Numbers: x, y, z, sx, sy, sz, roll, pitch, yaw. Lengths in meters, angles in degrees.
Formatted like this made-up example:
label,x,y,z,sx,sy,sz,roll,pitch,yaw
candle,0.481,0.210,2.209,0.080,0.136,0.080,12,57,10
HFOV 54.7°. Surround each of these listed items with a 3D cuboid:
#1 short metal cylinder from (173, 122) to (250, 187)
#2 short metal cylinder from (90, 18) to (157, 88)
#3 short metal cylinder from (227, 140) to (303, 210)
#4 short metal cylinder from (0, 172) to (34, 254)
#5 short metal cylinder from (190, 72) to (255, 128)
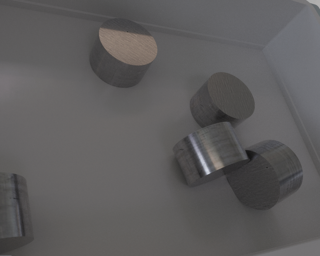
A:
label,x,y,z,sx,sy,sz,roll,pitch,yaw
short metal cylinder,0.062,0.034,0.383,0.081,0.080,0.050,-11,68,-33
short metal cylinder,-0.051,-0.102,0.425,0.081,0.050,0.080,14,56,-21
short metal cylinder,0.136,0.060,0.406,0.050,0.080,0.080,-16,71,-35
short metal cylinder,-0.147,0.073,0.246,0.081,0.080,0.050,-4,64,-30
short metal cylinder,0.092,-0.036,0.461,0.081,0.050,0.080,14,56,-21
